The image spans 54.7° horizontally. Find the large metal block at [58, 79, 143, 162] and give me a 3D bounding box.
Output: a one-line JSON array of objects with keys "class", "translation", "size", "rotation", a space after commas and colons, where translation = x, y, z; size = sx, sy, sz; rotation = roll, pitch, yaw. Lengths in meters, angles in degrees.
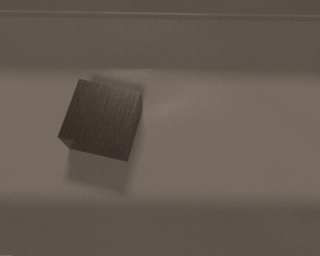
[{"class": "large metal block", "translation": [-0.072, -0.009, 0.399], "size": [0.080, 0.050, 0.080], "rotation": [12, 70, 4]}]
